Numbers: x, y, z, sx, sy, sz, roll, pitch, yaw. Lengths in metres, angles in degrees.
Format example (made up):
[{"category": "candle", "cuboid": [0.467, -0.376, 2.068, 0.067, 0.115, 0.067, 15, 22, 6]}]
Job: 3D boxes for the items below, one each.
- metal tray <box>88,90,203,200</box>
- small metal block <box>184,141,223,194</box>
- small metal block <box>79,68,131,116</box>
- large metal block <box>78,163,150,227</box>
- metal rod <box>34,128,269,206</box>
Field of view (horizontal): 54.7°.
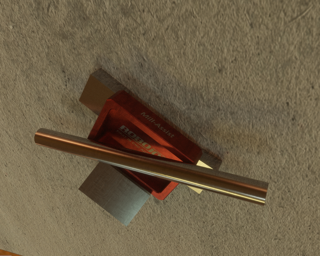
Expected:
[{"category": "metal tray", "cuboid": [-0.023, 0.024, 0.397, 0.130, 0.030, 0.089, 37, 129, 2]}, {"category": "small metal block", "cuboid": [0.047, 0.053, 0.415, 0.050, 0.025, 0.050, 33, 129, 6]}, {"category": "small metal block", "cuboid": [-0.075, -0.044, 0.419, 0.050, 0.025, 0.050, 38, 129, 2]}, {"category": "large metal block", "cuboid": [-0.059, 0.087, 0.445, 0.080, 0.080, 0.050, 37, 87, 3]}, {"category": "metal rod", "cuboid": [-0.027, 0.040, 0.375, 0.301, 0.025, 0.025, 12, 123, 21]}]
